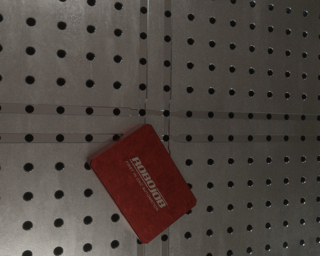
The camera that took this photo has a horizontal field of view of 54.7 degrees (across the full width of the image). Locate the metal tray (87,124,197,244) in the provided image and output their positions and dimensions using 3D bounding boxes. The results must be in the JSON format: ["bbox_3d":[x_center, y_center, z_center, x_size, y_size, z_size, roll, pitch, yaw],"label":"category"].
[{"bbox_3d":[-0.022,0.070,0.403,0.090,0.030,0.130,-34,101,-17],"label":"metal tray"}]
